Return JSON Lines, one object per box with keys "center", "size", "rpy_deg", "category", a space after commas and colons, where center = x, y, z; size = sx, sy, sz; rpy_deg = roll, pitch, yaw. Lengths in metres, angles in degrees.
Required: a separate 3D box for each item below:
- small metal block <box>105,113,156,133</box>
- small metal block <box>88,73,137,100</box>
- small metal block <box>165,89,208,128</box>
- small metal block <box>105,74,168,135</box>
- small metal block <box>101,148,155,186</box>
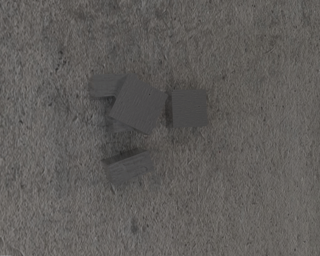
{"center": [-0.038, -0.010, 0.382], "size": [0.050, 0.050, 0.025], "rpy_deg": [-7, 93, -20], "category": "small metal block"}
{"center": [-0.058, -0.049, 0.374], "size": [0.050, 0.050, 0.025], "rpy_deg": [-6, 92, -20], "category": "small metal block"}
{"center": [0.035, -0.026, 0.422], "size": [0.050, 0.025, 0.050], "rpy_deg": [-3, 91, -20], "category": "small metal block"}
{"center": [-0.026, -0.025, 0.346], "size": [0.050, 0.025, 0.050], "rpy_deg": [26, 81, -18], "category": "small metal block"}
{"center": [-0.041, 0.046, 0.381], "size": [0.050, 0.050, 0.025], "rpy_deg": [-19, 97, -19], "category": "small metal block"}
